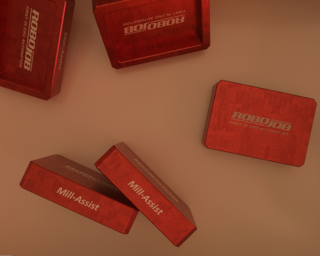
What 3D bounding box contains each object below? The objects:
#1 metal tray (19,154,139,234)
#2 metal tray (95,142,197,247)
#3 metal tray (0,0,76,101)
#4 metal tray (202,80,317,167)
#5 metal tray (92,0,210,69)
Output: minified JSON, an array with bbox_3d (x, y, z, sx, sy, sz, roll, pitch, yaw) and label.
[{"bbox_3d":[-0.088,0.076,0.378,0.131,0.090,0.030,25,90,0],"label":"metal tray"},{"bbox_3d":[-0.015,0.075,0.378,0.030,0.090,0.130,-45,90,0],"label":"metal tray"},{"bbox_3d":[-0.164,-0.109,0.383,0.090,0.030,0.129,17,112,-1],"label":"metal tray"},{"bbox_3d":[0.129,-0.006,0.410,0.131,0.030,0.089,12,90,0],"label":"metal tray"},{"bbox_3d":[-0.006,-0.128,0.379,0.131,0.090,0.030,-13,51,0],"label":"metal tray"}]
